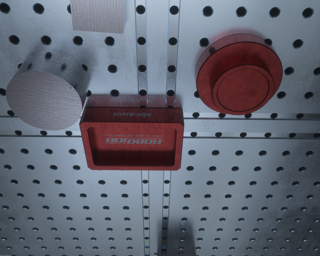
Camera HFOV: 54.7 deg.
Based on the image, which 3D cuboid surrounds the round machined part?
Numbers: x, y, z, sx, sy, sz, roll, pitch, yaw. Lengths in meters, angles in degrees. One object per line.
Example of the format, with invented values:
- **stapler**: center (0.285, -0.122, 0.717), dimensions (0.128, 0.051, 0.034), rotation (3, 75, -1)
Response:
- **round machined part**: center (0.091, -0.053, 0.356), dimensions (0.099, 0.042, 0.097), rotation (0, 130, 0)

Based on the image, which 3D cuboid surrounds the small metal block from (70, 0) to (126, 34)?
- **small metal block**: center (-0.060, -0.124, 0.306), dimensions (0.050, 0.025, 0.050), rotation (3, 130, -3)

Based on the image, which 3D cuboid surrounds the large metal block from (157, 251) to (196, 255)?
- **large metal block**: center (0.035, 0.302, 0.633), dimensions (0.080, 0.080, 0.050), rotation (-1, 130, 0)

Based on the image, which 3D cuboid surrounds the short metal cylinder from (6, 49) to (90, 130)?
- **short metal cylinder**: center (-0.126, -0.043, 0.357), dimensions (0.081, 0.050, 0.079), rotation (0, 130, 0)

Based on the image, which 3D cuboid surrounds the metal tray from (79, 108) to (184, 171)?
- **metal tray**: center (-0.036, 0.017, 0.422), dimensions (0.131, 0.030, 0.089), rotation (1, 130, -1)
